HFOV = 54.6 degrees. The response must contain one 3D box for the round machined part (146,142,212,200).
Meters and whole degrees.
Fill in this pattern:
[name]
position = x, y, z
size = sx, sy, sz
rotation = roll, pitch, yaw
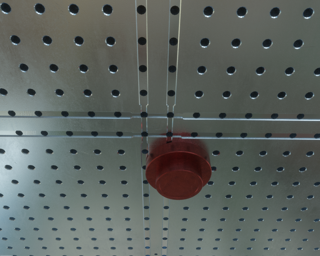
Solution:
[round machined part]
position = 0.028, 0.070, 0.460
size = 0.099, 0.042, 0.097
rotation = 0, 130, 0
